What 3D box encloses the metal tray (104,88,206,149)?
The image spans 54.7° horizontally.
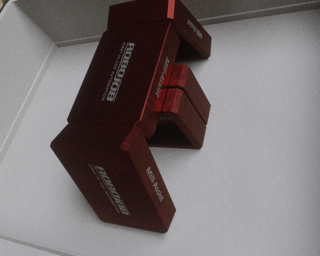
[{"bbox_3d":[-0.020,-0.009,0.379,0.130,0.090,0.030,1,62,28],"label":"metal tray"}]

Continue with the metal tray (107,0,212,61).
[{"bbox_3d":[0.004,-0.124,0.410,0.090,0.131,0.030,1,83,28],"label":"metal tray"}]

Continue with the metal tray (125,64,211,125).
[{"bbox_3d":[-0.012,-0.037,0.391,0.130,0.090,0.030,1,62,28],"label":"metal tray"}]

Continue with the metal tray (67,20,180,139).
[{"bbox_3d":[-0.037,-0.054,0.337,0.090,0.030,0.130,1,62,28],"label":"metal tray"}]

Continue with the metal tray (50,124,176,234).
[{"bbox_3d":[-0.044,0.055,0.324,0.090,0.129,0.030,1,41,28],"label":"metal tray"}]
